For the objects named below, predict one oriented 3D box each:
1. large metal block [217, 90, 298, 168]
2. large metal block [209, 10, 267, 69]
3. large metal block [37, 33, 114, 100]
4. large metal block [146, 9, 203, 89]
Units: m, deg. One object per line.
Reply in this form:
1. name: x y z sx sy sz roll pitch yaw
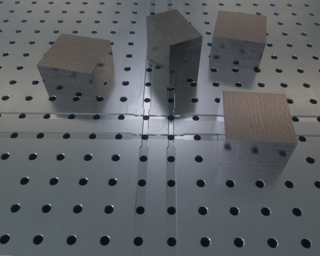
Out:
1. large metal block: 0.117 0.000 0.392 0.080 0.050 0.080 4 50 3
2. large metal block: 0.130 -0.148 0.517 0.080 0.050 0.080 10 51 8
3. large metal block: -0.124 -0.095 0.471 0.080 0.050 0.080 10 51 8
4. large metal block: 0.019 -0.121 0.474 0.050 0.080 0.080 -20 53 -16
